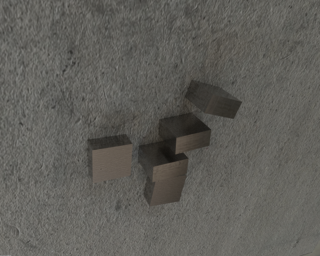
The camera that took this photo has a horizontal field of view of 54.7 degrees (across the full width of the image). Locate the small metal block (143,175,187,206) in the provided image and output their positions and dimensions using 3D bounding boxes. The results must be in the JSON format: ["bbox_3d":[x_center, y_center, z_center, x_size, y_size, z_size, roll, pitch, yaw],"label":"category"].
[{"bbox_3d":[0.007,0.086,0.464,0.050,0.025,0.050,-2,120,-28],"label":"small metal block"}]

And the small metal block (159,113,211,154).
[{"bbox_3d":[0.032,0.006,0.412,0.050,0.050,0.025,-12,124,-22],"label":"small metal block"}]

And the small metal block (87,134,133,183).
[{"bbox_3d":[-0.064,0.039,0.395,0.050,0.025,0.050,-8,122,-24],"label":"small metal block"}]

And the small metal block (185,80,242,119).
[{"bbox_3d":[0.069,-0.038,0.405,0.050,0.050,0.025,9,114,-32],"label":"small metal block"}]

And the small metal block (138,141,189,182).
[{"bbox_3d":[0.003,0.043,0.419,0.050,0.050,0.025,-10,123,-23],"label":"small metal block"}]
